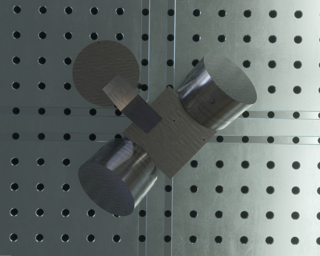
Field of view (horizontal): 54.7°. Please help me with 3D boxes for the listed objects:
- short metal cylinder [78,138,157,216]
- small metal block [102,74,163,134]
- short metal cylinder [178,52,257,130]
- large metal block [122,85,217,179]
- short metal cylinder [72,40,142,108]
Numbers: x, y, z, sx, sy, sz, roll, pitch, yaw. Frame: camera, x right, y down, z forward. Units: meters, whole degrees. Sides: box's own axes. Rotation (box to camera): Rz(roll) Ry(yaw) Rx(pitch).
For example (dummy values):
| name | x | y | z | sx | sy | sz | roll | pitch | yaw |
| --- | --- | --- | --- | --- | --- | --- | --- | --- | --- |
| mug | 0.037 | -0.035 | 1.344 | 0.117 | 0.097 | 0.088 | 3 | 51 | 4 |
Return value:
| name | x | y | z | sx | sy | sz | roll | pitch | yaw |
| --- | --- | --- | --- | --- | --- | --- | --- | --- | --- |
| short metal cylinder | -0.051 | 0.059 | 0.376 | 0.080 | 0.050 | 0.079 | 18 | 130 | 23 |
| small metal block | -0.031 | -0.027 | 0.347 | 0.025 | 0.050 | 0.050 | -45 | 47 | 2 |
| short metal cylinder | 0.069 | -0.045 | 0.376 | 0.080 | 0.080 | 0.050 | 43 | 129 | 0 |
| large metal block | 0.012 | 0.005 | 0.395 | 0.080 | 0.050 | 0.080 | 44 | 90 | 0 |
| short metal cylinder | -0.065 | -0.066 | 0.397 | 0.081 | 0.050 | 0.079 | 0 | 90 | 0 |
